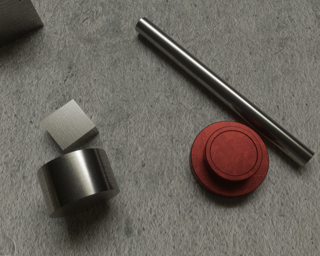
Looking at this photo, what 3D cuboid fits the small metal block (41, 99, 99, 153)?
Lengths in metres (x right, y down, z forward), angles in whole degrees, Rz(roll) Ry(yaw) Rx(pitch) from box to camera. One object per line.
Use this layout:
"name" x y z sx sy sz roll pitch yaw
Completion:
"small metal block" -0.117 -0.001 0.407 0.050 0.025 0.050 -39 75 -13

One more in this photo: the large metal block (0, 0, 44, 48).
"large metal block" -0.226 -0.169 0.438 0.080 0.080 0.050 -33 74 -11

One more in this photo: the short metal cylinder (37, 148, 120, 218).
"short metal cylinder" -0.092 0.064 0.355 0.080 0.080 0.050 -21 72 -8

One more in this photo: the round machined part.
"round machined part" 0.088 0.036 0.387 0.099 0.042 0.098 0 70 -1

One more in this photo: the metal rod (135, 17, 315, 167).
"metal rod" 0.080 -0.057 0.430 0.300 0.025 0.025 42 75 13
